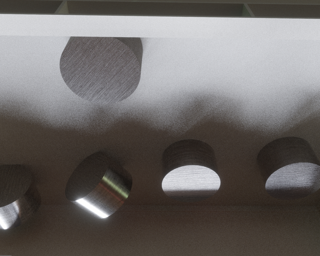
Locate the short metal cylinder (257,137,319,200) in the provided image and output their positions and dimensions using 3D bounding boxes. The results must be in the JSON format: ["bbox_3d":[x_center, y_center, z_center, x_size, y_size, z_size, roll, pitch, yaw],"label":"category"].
[{"bbox_3d":[0.186,0.059,0.444,0.081,0.050,0.079,0,130,0],"label":"short metal cylinder"}]

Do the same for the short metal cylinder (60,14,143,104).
[{"bbox_3d":[-0.060,-0.072,0.330,0.081,0.050,0.079,0,130,0],"label":"short metal cylinder"}]

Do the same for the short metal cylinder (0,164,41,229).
[{"bbox_3d":[-0.223,0.100,0.456,0.080,0.080,0.050,-1,130,1],"label":"short metal cylinder"}]

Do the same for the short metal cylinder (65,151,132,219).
[{"bbox_3d":[-0.087,0.080,0.440,0.080,0.080,0.050,-28,125,22],"label":"short metal cylinder"}]

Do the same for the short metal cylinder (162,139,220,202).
[{"bbox_3d":[0.043,0.062,0.446,0.081,0.050,0.079,0,130,0],"label":"short metal cylinder"}]
